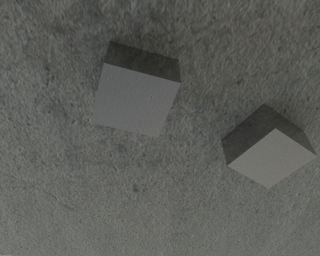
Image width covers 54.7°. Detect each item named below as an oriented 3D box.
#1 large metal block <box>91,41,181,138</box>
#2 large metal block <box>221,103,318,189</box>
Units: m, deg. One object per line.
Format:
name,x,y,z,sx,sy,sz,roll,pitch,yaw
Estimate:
large metal block,-0.029,-0.042,0.354,0.081,0.050,0.079,13,129,-12
large metal block,0.143,0.026,0.416,0.080,0.050,0.080,29,124,-23
